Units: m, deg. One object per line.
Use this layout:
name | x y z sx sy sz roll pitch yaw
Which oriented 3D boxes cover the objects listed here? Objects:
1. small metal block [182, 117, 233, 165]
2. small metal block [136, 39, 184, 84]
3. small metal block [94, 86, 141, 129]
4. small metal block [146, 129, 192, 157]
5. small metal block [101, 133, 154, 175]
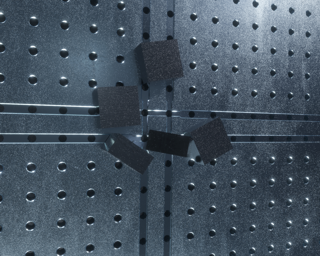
small metal block | 0.067 0.017 0.437 0.050 0.025 0.050 -27 99 -18
small metal block | 0.000 -0.088 0.412 0.050 0.025 0.050 -12 94 -20
small metal block | -0.054 -0.026 0.393 0.050 0.025 0.050 -5 92 -20
small metal block | 0.014 0.020 0.394 0.050 0.050 0.025 10 86 11
small metal block | -0.042 0.031 0.384 0.050 0.050 0.025 37 78 -16
